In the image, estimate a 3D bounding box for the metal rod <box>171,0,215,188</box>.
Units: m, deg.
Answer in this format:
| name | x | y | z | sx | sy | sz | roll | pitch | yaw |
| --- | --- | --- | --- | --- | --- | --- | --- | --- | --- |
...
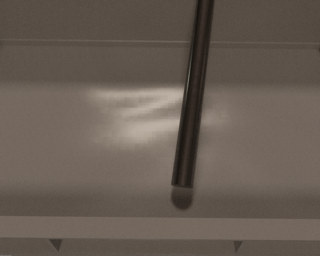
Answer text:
| name | x | y | z | sx | sy | sz | roll | pitch | yaw |
| --- | --- | --- | --- | --- | --- | --- | --- | --- | --- |
| metal rod | 0.047 | -0.075 | 0.396 | 0.025 | 0.025 | 0.299 | 7 | 73 | 5 |
